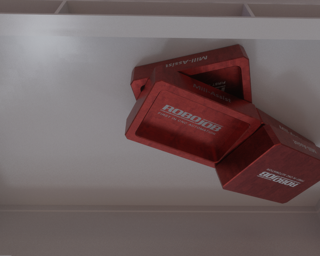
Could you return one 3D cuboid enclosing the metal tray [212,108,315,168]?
[{"bbox_3d":[0.147,0.035,0.431,0.131,0.030,0.090,26,126,-25],"label":"metal tray"}]

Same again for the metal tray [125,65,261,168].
[{"bbox_3d":[0.036,-0.007,0.359,0.131,0.030,0.089,20,128,-17],"label":"metal tray"}]

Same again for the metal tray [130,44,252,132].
[{"bbox_3d":[0.040,-0.040,0.371,0.131,0.030,0.090,-11,130,9],"label":"metal tray"}]

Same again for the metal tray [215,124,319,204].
[{"bbox_3d":[0.146,0.051,0.389,0.131,0.030,0.090,19,127,-33],"label":"metal tray"}]
